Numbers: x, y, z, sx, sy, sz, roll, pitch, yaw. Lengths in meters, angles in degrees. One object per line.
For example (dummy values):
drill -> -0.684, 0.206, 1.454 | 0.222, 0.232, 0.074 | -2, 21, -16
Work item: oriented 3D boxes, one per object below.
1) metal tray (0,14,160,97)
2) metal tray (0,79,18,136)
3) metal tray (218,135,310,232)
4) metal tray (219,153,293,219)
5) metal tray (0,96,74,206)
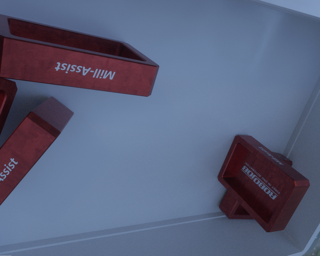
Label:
metal tray -> -0.078, -0.066, 0.282 | 0.131, 0.090, 0.030 | 4, 115, -31
metal tray -> -0.161, -0.005, 0.197 | 0.130, 0.030, 0.090 | 18, 93, -75
metal tray -> 0.149, 0.080, 0.471 | 0.030, 0.130, 0.089 | 4, 117, -30
metal tray -> 0.172, 0.104, 0.559 | 0.091, 0.030, 0.129 | 12, 110, -33
metal tray -> -0.143, 0.033, 0.305 | 0.030, 0.090, 0.130 | 40, 96, -15
